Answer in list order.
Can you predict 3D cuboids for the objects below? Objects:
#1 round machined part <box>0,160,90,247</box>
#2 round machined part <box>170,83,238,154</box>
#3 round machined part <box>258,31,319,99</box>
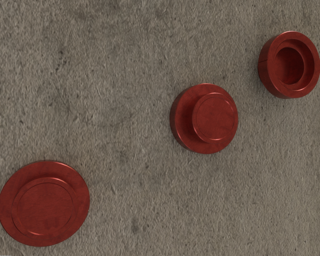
[{"bbox_3d":[-0.130,0.087,0.352,0.099,0.042,0.097,0,90,-20],"label":"round machined part"},{"bbox_3d":[0.066,-0.013,0.424,0.099,0.042,0.097,0,90,-20],"label":"round machined part"},{"bbox_3d":[0.189,-0.092,0.469,0.099,0.042,0.097,0,90,-20],"label":"round machined part"}]
